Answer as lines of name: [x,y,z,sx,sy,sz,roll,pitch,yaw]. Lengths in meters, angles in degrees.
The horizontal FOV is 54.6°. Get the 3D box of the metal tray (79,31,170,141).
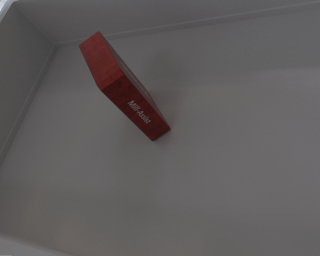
metal tray: [-0.041,-0.049,0.391,0.030,0.130,0.090,-35,51,6]
